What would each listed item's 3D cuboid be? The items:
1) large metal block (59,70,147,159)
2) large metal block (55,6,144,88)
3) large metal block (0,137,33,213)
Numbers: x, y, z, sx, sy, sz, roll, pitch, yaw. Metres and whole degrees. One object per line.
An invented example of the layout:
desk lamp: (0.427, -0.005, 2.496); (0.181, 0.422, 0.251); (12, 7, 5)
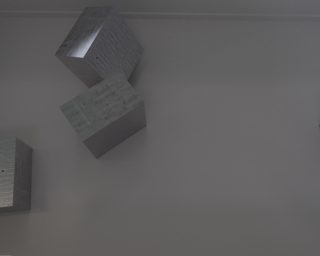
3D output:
large metal block: (-0.065, -0.013, 0.385); (0.080, 0.080, 0.050); (-34, 74, -12)
large metal block: (-0.076, -0.100, 0.409); (0.050, 0.080, 0.080); (13, 68, 32)
large metal block: (-0.205, 0.060, 0.373); (0.081, 0.050, 0.080); (-6, 70, -2)
